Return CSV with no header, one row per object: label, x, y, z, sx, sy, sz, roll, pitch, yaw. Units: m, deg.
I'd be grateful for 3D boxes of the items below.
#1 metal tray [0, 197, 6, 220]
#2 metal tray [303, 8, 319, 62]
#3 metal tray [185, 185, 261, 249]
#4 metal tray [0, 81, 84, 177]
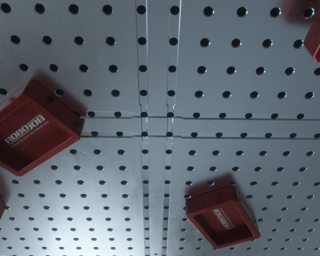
metal tray,-0.335,0.118,0.505,0.131,0.030,0.089,1,130,-1
metal tray,0.198,-0.116,0.270,0.091,0.030,0.129,7,130,-6
metal tray,0.112,0.161,0.545,0.090,0.030,0.130,-23,127,18
metal tray,-0.179,0.006,0.411,0.130,0.030,0.090,-30,124,23
